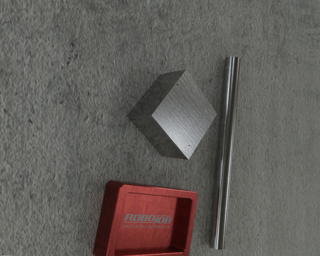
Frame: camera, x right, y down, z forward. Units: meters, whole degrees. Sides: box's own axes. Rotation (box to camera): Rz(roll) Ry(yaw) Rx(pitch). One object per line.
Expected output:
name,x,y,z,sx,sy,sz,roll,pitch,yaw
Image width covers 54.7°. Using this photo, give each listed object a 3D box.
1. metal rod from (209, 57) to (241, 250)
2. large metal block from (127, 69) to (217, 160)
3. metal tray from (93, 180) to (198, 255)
metal rod,0.103,0.036,0.490,0.025,0.025,0.298,9,84,-40
large metal block,0.018,-0.017,0.403,0.080,0.050,0.080,50,60,-28
metal tray,-0.012,0.119,0.391,0.131,0.030,0.090,16,80,-39
